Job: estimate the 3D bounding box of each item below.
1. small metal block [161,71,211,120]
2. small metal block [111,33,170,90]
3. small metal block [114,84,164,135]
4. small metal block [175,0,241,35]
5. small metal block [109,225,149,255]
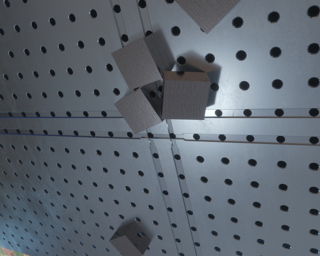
[{"bbox_3d":[0.028,-0.037,0.361,0.050,0.025,0.050,1,124,-5],"label":"small metal block"},{"bbox_3d":[-0.023,-0.079,0.375,0.050,0.025,0.050,-14,111,34],"label":"small metal block"},{"bbox_3d":[-0.024,-0.026,0.409,0.050,0.025,0.050,-24,105,37],"label":"small metal block"},{"bbox_3d":[0.050,-0.131,0.305,0.050,0.025,0.050,46,129,-4],"label":"small metal block"},{"bbox_3d":[-0.057,0.212,0.574,0.050,0.025,0.050,-33,100,38],"label":"small metal block"}]
